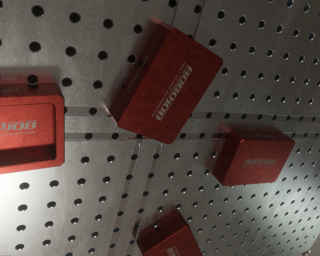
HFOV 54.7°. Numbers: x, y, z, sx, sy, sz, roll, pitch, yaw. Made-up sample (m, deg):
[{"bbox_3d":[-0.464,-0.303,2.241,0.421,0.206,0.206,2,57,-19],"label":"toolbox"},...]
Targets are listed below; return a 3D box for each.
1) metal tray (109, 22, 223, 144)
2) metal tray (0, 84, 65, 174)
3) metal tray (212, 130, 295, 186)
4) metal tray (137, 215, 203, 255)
[{"bbox_3d":[0.008,-0.050,0.383,0.091,0.030,0.129,21,107,-37],"label":"metal tray"},{"bbox_3d":[-0.168,0.003,0.318,0.131,0.030,0.089,-6,121,-26],"label":"metal tray"},{"bbox_3d":[0.162,0.052,0.532,0.131,0.030,0.089,3,117,-30],"label":"metal tray"},{"bbox_3d":[0.023,0.224,0.561,0.090,0.030,0.129,-30,129,-10],"label":"metal tray"}]
